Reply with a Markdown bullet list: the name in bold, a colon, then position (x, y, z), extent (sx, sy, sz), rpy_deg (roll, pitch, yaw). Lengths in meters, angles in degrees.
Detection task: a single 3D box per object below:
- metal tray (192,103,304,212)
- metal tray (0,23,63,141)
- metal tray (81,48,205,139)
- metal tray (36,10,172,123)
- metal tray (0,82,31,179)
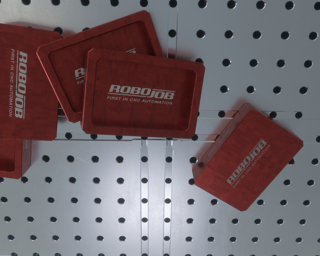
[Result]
- **metal tray**: position (0.117, 0.043, 0.427), extent (0.090, 0.030, 0.129), rpy_deg (31, 107, -11)
- **metal tray**: position (-0.166, -0.052, 0.367), extent (0.091, 0.030, 0.129), rpy_deg (4, 101, -19)
- **metal tray**: position (-0.020, -0.037, 0.352), extent (0.131, 0.030, 0.089), rpy_deg (3, 102, -19)
- **metal tray**: position (-0.062, -0.072, 0.362), extent (0.131, 0.030, 0.090), rpy_deg (-24, 110, -11)
- **metal tray**: position (-0.221, -0.001, 0.408), extent (0.090, 0.030, 0.129), rpy_deg (9, 110, -4)
